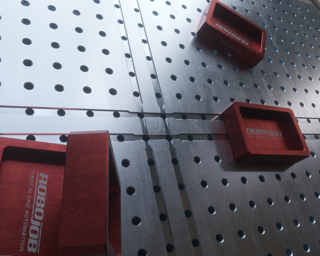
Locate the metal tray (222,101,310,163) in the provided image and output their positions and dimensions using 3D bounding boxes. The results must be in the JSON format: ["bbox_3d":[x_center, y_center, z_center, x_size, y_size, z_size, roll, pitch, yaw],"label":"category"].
[{"bbox_3d":[0.169,0.008,0.493,0.131,0.030,0.090,4,60,-27],"label":"metal tray"}]

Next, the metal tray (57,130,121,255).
[{"bbox_3d":[-0.054,0.070,0.269,0.030,0.129,0.090,-3,61,-4],"label":"metal tray"}]

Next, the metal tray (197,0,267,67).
[{"bbox_3d":[0.141,-0.183,0.595,0.131,0.030,0.090,27,52,-12],"label":"metal tray"}]

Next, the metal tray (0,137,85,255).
[{"bbox_3d":[-0.119,0.077,0.294,0.091,0.030,0.130,10,58,-24],"label":"metal tray"}]
